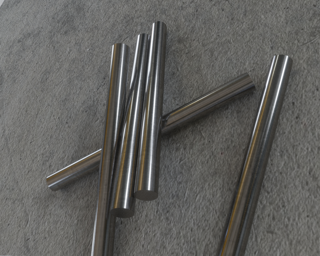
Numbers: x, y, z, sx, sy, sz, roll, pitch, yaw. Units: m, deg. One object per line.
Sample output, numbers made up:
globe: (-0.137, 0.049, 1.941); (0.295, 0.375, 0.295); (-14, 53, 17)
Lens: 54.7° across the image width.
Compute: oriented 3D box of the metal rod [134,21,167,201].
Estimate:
metal rod: (-0.008, -0.047, 0.411); (0.025, 0.025, 0.300); (-14, 48, 20)

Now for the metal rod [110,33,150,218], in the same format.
metal rod: (-0.032, -0.029, 0.411); (0.025, 0.025, 0.300); (-14, 47, 20)

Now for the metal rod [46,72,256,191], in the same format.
metal rod: (-0.020, 0.010, 0.408); (0.300, 0.025, 0.025); (-27, 52, 11)

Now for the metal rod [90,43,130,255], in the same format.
metal rod: (-0.061, 0.027, 0.388); (0.025, 0.025, 0.299); (-7, 68, 24)

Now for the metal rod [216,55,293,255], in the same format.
metal rod: (0.095, 0.049, 0.323); (0.025, 0.025, 0.300); (9, 66, 32)
